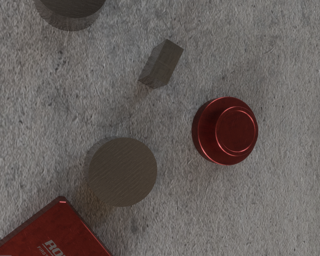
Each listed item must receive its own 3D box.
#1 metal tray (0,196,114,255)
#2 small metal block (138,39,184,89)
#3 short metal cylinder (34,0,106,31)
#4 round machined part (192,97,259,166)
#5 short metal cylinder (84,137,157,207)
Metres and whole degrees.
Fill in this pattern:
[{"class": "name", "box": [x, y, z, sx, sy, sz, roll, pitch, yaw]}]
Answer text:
[{"class": "metal tray", "box": [-0.113, 0.158, 0.365, 0.090, 0.030, 0.130, -38, 102, -16]}, {"class": "small metal block", "box": [0.000, -0.080, 0.396, 0.025, 0.050, 0.050, 28, 81, -18]}, {"class": "short metal cylinder", "box": [-0.104, -0.159, 0.357, 0.081, 0.050, 0.080, 0, 90, -20]}, {"class": "round machined part", "box": [0.098, 0.004, 0.436, 0.099, 0.042, 0.097, 0, 90, -20]}, {"class": "short metal cylinder", "box": [-0.050, 0.050, 0.378, 0.081, 0.050, 0.080, 0, 90, -20]}]
